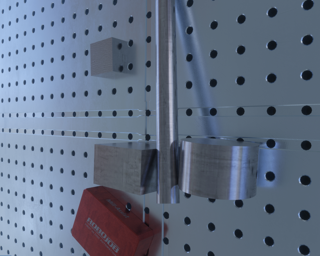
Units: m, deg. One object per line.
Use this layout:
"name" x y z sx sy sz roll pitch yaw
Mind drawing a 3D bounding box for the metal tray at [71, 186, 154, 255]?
"metal tray" -0.077 0.159 0.467 0.130 0.030 0.089 30 109 35

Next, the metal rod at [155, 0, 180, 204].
"metal rod" 0.008 -0.064 0.370 0.025 0.025 0.299 -11 73 39

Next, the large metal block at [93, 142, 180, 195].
"large metal block" -0.026 0.047 0.393 0.080 0.081 0.050 3 92 39

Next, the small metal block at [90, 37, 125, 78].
"small metal block" -0.080 -0.106 0.473 0.050 0.025 0.050 -2 89 39

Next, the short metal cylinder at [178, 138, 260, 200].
"short metal cylinder" 0.060 0.039 0.323 0.080 0.081 0.050 5 94 39
